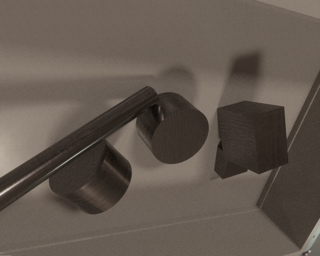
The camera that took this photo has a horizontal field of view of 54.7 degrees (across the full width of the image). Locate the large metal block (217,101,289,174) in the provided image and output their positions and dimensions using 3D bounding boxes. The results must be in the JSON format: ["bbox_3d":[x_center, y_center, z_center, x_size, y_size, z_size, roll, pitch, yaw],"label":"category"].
[{"bbox_3d":[0.129,0.009,0.438,0.050,0.080,0.079,-16,106,-20],"label":"large metal block"}]

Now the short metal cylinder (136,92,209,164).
[{"bbox_3d":[0.016,0.000,0.403,0.081,0.050,0.079,-14,125,-21],"label":"short metal cylinder"}]

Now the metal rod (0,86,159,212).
[{"bbox_3d":[-0.111,0.036,0.298,0.302,0.025,0.025,-37,134,-33],"label":"metal rod"}]

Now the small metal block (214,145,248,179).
[{"bbox_3d":[0.120,0.051,0.508,0.050,0.025,0.050,-13,124,-22],"label":"small metal block"}]

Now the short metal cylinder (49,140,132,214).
[{"bbox_3d":[-0.081,0.053,0.363,0.080,0.080,0.050,-40,130,-1],"label":"short metal cylinder"}]
